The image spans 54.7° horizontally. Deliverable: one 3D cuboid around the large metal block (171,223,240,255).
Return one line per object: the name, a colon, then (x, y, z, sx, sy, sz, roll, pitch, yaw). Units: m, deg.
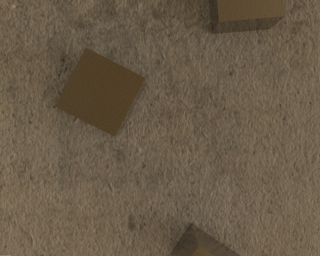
large metal block: (0.062, 0.173, 0.383, 0.080, 0.080, 0.050, 34, 90, -1)

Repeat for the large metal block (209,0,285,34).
large metal block: (0.108, -0.171, 0.399, 0.081, 0.050, 0.079, -5, 90, -1)

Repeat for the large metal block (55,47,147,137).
large metal block: (-0.072, -0.043, 0.397, 0.080, 0.050, 0.080, 27, 90, -1)
